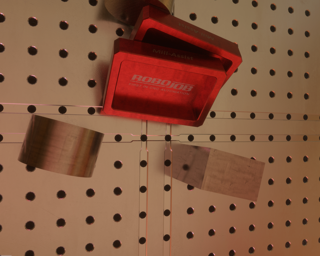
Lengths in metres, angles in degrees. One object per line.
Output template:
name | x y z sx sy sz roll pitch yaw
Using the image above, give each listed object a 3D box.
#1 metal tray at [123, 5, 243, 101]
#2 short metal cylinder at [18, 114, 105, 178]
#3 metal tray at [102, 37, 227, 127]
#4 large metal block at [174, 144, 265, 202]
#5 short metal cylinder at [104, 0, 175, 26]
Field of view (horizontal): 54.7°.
metal tray | 0.023 -0.083 0.387 0.131 0.089 0.030 17 43 -20
short metal cylinder | -0.108 0.020 0.344 0.081 0.080 0.050 17 85 -19
metal tray | 0.003 -0.050 0.375 0.131 0.030 0.089 8 132 -15
large metal block | 0.076 0.057 0.412 0.081 0.080 0.050 16 85 -20
short metal cylinder | -0.021 -0.163 0.373 0.081 0.080 0.050 15 80 -20
